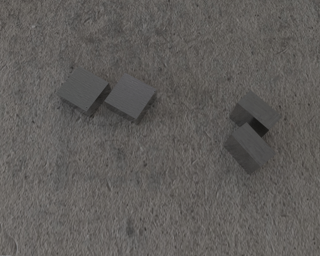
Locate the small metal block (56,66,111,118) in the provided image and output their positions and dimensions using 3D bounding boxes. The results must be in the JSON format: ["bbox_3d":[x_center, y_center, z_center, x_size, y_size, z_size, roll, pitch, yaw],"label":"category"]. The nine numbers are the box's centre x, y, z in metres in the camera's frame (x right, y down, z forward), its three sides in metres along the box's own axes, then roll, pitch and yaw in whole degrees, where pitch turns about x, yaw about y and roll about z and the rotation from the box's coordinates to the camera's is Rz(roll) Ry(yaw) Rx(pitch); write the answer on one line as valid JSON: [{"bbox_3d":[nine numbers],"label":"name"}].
[{"bbox_3d":[-0.103,-0.049,0.425,0.050,0.025,0.050,31,73,10],"label":"small metal block"}]

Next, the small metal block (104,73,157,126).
[{"bbox_3d":[-0.039,-0.039,0.422,0.050,0.025,0.050,29,73,10],"label":"small metal block"}]

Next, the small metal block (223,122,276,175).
[{"bbox_3d":[0.110,0.027,0.386,0.025,0.050,0.050,-36,74,-12],"label":"small metal block"}]

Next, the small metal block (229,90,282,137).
[{"bbox_3d":[0.122,-0.014,0.401,0.025,0.050,0.050,-42,76,-14],"label":"small metal block"}]
